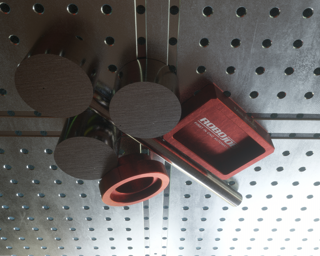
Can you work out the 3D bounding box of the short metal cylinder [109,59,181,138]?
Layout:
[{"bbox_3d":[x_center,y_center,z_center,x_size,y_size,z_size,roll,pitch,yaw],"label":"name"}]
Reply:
[{"bbox_3d":[-0.016,-0.034,0.365,0.081,0.050,0.079,0,130,0],"label":"short metal cylinder"}]

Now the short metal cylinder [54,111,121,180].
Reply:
[{"bbox_3d":[-0.094,0.024,0.415,0.081,0.050,0.079,0,130,0],"label":"short metal cylinder"}]

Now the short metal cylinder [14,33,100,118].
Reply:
[{"bbox_3d":[-0.111,-0.058,0.345,0.081,0.050,0.079,0,130,0],"label":"short metal cylinder"}]

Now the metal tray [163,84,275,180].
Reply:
[{"bbox_3d":[0.079,0.011,0.417,0.130,0.030,0.090,36,122,-27],"label":"metal tray"}]

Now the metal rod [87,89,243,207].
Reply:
[{"bbox_3d":[0.019,0.040,0.446,0.301,0.025,0.025,36,121,-27],"label":"metal rod"}]

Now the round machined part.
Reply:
[{"bbox_3d":[-0.039,0.071,0.447,0.099,0.042,0.098,-15,147,-10],"label":"round machined part"}]
